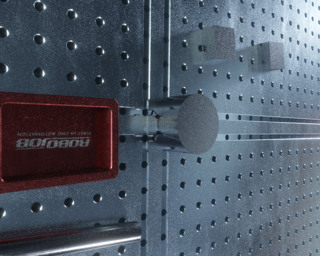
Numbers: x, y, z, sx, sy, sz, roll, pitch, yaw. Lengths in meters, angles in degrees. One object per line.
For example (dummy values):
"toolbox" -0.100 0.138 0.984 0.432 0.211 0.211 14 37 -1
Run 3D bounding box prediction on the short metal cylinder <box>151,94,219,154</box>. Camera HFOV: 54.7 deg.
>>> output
"short metal cylinder" 0.035 -0.005 0.425 0.081 0.050 0.079 0 90 -40

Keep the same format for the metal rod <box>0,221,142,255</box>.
"metal rod" -0.145 0.115 0.288 0.302 0.025 0.025 7 86 -40

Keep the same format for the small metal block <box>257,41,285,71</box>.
"small metal block" 0.212 -0.136 0.590 0.050 0.025 0.050 -9 96 -40

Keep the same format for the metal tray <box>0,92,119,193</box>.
"metal tray" -0.106 0.012 0.318 0.131 0.030 0.089 0 90 -40

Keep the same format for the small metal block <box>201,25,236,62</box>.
"small metal block" 0.094 -0.132 0.490 0.050 0.025 0.050 -9 96 -40
